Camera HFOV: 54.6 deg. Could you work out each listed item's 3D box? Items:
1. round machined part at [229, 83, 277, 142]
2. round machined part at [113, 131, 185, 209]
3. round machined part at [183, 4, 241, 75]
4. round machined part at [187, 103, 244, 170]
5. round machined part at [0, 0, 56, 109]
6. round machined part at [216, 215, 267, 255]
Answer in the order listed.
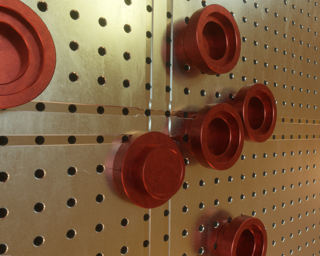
[{"bbox_3d":[0.153,-0.025,0.524,0.099,0.042,0.097,0,90,-40],"label":"round machined part"},{"bbox_3d":[-0.006,0.053,0.392,0.099,0.042,0.097,0,90,-40],"label":"round machined part"},{"bbox_3d":[0.073,-0.127,0.458,0.099,0.042,0.097,0,90,-40],"label":"round machined part"},{"bbox_3d":[0.079,0.012,0.463,0.099,0.042,0.097,0,91,-40],"label":"round machined part"},{"bbox_3d":[-0.148,-0.065,0.274,0.099,0.042,0.097,0,90,-40],"label":"round machined part"},{"bbox_3d":[0.130,0.191,0.506,0.099,0.042,0.097,0,90,-40],"label":"round machined part"}]
